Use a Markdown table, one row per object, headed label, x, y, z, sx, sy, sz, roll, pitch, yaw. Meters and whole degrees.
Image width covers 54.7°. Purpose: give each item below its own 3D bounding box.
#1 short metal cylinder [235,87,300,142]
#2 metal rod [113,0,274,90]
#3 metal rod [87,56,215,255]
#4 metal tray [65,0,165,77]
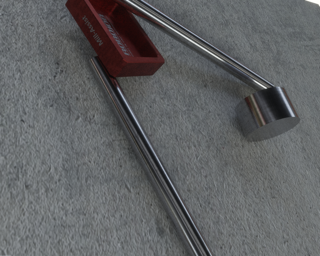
| label | x | y | z | sx | sy | sz | roll | pitch | yaw |
| --- | --- | --- | --- | --- | --- | --- | --- | --- | --- |
| short metal cylinder | 0.160 | -0.019 | 0.466 | 0.081 | 0.080 | 0.050 | -2 | 63 | -29 |
| metal rod | 0.065 | -0.131 | 0.497 | 0.301 | 0.025 | 0.025 | 26 | 52 | -21 |
| metal rod | -0.013 | 0.037 | 0.373 | 0.025 | 0.025 | 0.299 | -19 | 72 | -35 |
| metal tray | -0.060 | -0.131 | 0.431 | 0.091 | 0.030 | 0.130 | -17 | 69 | -54 |
